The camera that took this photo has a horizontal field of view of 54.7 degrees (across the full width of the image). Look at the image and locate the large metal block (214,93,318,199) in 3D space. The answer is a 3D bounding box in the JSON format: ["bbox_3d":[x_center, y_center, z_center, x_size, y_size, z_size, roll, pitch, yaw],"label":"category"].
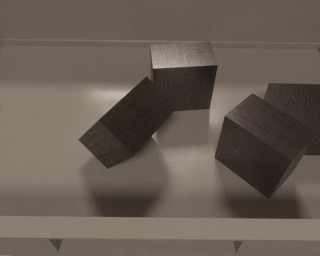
[{"bbox_3d":[0.115,0.021,0.353,0.050,0.080,0.080,-37,59,-27],"label":"large metal block"}]

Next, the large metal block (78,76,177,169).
[{"bbox_3d":[-0.040,-0.004,0.363,0.050,0.080,0.080,47,57,-8],"label":"large metal block"}]

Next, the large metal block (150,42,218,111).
[{"bbox_3d":[0.029,-0.069,0.428,0.081,0.080,0.050,-4,50,-4],"label":"large metal block"}]

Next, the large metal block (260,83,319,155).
[{"bbox_3d":[0.183,-0.012,0.401,0.081,0.050,0.080,1,50,1],"label":"large metal block"}]
